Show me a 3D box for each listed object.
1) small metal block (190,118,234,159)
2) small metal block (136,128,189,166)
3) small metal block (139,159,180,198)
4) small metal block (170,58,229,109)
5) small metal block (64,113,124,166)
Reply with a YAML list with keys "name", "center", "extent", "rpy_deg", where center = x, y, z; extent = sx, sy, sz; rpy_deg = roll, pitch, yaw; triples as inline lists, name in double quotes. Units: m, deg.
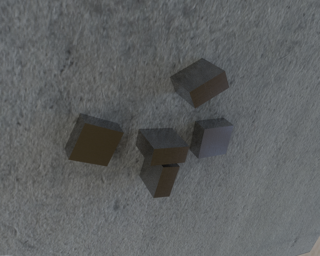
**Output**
- name: "small metal block"
  center: [0.076, 0.015, 0.460]
  extent: [0.050, 0.025, 0.050]
  rpy_deg: [-7, 122, -25]
- name: "small metal block"
  center: [0.002, 0.023, 0.408]
  extent: [0.050, 0.050, 0.025]
  rpy_deg: [-2, 119, -28]
- name: "small metal block"
  center: [-0.002, 0.060, 0.428]
  extent: [0.025, 0.050, 0.050]
  rpy_deg: [2, 118, -30]
- name: "small metal block"
  center: [0.048, -0.057, 0.384]
  extent: [0.050, 0.050, 0.025]
  rpy_deg: [-32, 129, -8]
- name: "small metal block"
  center: [-0.080, 0.015, 0.374]
  extent: [0.050, 0.025, 0.050]
  rpy_deg: [16, 110, -35]
